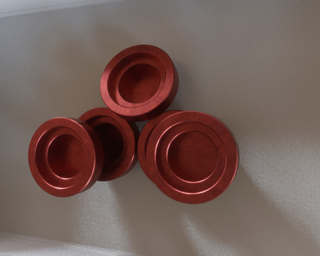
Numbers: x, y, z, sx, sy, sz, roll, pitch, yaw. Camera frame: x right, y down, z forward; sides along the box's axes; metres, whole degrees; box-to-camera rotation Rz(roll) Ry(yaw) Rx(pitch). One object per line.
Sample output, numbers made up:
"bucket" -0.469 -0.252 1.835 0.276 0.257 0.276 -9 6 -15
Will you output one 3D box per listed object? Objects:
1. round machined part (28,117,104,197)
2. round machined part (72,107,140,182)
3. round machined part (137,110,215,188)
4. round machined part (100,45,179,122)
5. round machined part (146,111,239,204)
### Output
"round machined part" -0.114 0.035 0.396 0.098 0.042 0.097 0 90 20
"round machined part" -0.070 0.021 0.425 0.098 0.042 0.097 0 90 20
"round machined part" 0.025 0.027 0.392 0.098 0.042 0.097 0 90 20
"round machined part" -0.023 -0.053 0.397 0.098 0.042 0.098 -6 70 16
"round machined part" 0.038 0.031 0.342 0.098 0.042 0.097 0 90 20
